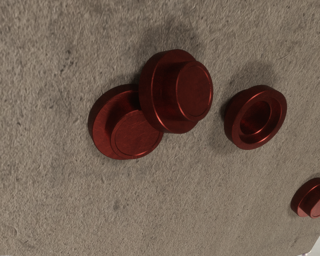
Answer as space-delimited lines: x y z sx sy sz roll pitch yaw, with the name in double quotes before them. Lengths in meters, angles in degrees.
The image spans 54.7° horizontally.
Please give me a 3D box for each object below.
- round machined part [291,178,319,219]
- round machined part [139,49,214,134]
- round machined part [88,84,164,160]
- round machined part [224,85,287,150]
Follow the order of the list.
"round machined part" 0.344 0.162 0.688 0.099 0.042 0.097 -14 125 -21
"round machined part" 0.025 -0.041 0.357 0.099 0.042 0.097 -3 95 -47
"round machined part" -0.034 -0.001 0.378 0.099 0.042 0.097 -14 124 -21
"round machined part" 0.136 -0.019 0.461 0.099 0.042 0.097 -14 125 -21
